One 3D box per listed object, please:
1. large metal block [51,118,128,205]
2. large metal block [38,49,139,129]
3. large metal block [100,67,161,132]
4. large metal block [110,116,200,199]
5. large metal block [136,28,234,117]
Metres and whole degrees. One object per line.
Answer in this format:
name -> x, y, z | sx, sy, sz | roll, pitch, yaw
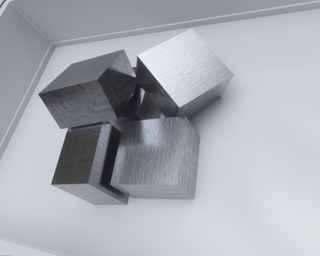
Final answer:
large metal block -> -0.076, 0.044, 0.380 | 0.050, 0.080, 0.080 | -6, 59, 25
large metal block -> -0.081, -0.047, 0.374 | 0.080, 0.050, 0.080 | -9, 33, 23
large metal block -> -0.044, -0.037, 0.432 | 0.080, 0.050, 0.080 | -1, 61, 27
large metal block -> -0.003, 0.036, 0.363 | 0.080, 0.050, 0.080 | -5, 59, 25
large metal block -> 0.027, -0.062, 0.378 | 0.080, 0.050, 0.080 | -32, 73, -19
